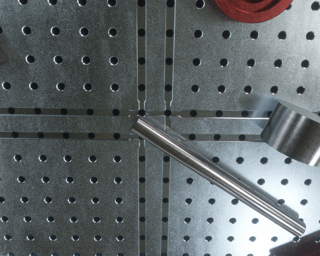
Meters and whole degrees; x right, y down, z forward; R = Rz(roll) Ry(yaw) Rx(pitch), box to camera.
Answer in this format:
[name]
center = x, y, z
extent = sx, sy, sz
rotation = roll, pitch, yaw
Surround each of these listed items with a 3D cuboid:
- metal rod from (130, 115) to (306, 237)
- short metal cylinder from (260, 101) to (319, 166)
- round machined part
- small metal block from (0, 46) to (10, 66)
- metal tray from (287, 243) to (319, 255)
[metal rod]
center = 0.090, 0.074, 0.441
extent = 0.301, 0.025, 0.025
rotation = 33, 107, -12
[short metal cylinder]
center = 0.175, 0.005, 0.389
extent = 0.080, 0.080, 0.050
rotation = 20, 109, -8
[round machined part]
center = 0.102, -0.168, 0.344
extent = 0.099, 0.042, 0.097
rotation = 0, 110, -1
[small metal block]
center = -0.224, -0.091, 0.377
extent = 0.050, 0.025, 0.050
rotation = -29, 108, 10
[metal tray]
center = 0.265, 0.233, 0.501
extent = 0.130, 0.030, 0.090
rotation = -26, 108, 9
